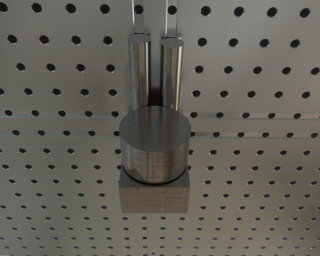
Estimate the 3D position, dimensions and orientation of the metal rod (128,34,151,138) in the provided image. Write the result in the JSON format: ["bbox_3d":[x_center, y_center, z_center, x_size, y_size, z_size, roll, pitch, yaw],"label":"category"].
[{"bbox_3d":[-0.025,0.018,0.428,0.025,0.025,0.298,0,130,-1],"label":"metal rod"}]

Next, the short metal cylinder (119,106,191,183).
[{"bbox_3d":[-0.006,0.018,0.363,0.081,0.080,0.050,1,130,-1],"label":"short metal cylinder"}]

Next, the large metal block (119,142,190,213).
[{"bbox_3d":[-0.007,0.060,0.394,0.081,0.080,0.050,0,130,-1],"label":"large metal block"}]

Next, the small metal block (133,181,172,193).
[{"bbox_3d":[-0.008,0.077,0.431,0.050,0.050,0.025,-32,141,-34],"label":"small metal block"}]

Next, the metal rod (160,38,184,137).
[{"bbox_3d":[0.011,0.021,0.431,0.025,0.025,0.298,0,130,-1],"label":"metal rod"}]
